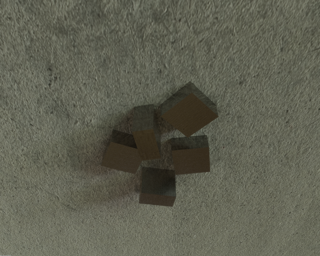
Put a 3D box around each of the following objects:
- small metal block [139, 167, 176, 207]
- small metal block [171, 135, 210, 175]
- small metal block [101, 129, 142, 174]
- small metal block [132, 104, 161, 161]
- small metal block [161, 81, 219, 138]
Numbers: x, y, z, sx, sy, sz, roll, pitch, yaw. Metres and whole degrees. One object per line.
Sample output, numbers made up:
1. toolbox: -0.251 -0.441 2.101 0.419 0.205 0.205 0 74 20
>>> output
1. small metal block: -0.004 0.088 0.465 0.050 0.050 0.025 8 130 -7
2. small metal block: 0.044 0.039 0.441 0.050 0.025 0.050 -6 130 5
3. small metal block: -0.050 0.034 0.436 0.050 0.025 0.050 17 128 -14
4. small metal block: -0.016 0.005 0.395 0.025 0.050 0.050 -8 130 7
5. small metal block: 0.036 -0.022 0.389 0.050 0.025 0.050 -37 122 27
